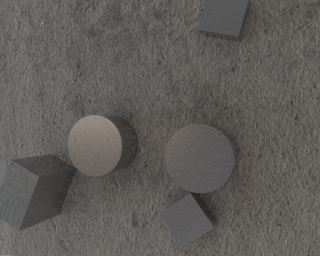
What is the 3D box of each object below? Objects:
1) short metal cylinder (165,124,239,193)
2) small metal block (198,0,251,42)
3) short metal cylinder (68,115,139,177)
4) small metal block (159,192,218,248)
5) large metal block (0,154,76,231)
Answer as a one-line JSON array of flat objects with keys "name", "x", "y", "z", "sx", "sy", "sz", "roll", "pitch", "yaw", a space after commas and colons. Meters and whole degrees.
[{"name": "short metal cylinder", "x": 0.052, "y": 0.035, "z": 0.377, "sx": 0.080, "sy": 0.050, "sz": 0.080, "roll": 0, "pitch": 90, "yaw": 20}, {"name": "small metal block", "x": 0.080, "y": -0.138, "z": 0.381, "sx": 0.050, "sy": 0.025, "sz": 0.050, "roll": 16, "pitch": 95, "yaw": 19}, {"name": "short metal cylinder", "x": -0.076, "y": 0.023, "z": 0.423, "sx": 0.080, "sy": 0.050, "sz": 0.080, "roll": 0, "pitch": 90, "yaw": 20}, {"name": "small metal block", "x": 0.037, "y": 0.115, "z": 0.396, "sx": 0.050, "sy": 0.025, "sz": 0.050, "roll": -38, "pitch": 78, "yaw": 16}, {"name": "large metal block", "x": -0.176, "y": 0.088, "z": 0.442, "sx": 0.050, "sy": 0.080, "sz": 0.080, "roll": 25, "pitch": 98, "yaw": 18}]
